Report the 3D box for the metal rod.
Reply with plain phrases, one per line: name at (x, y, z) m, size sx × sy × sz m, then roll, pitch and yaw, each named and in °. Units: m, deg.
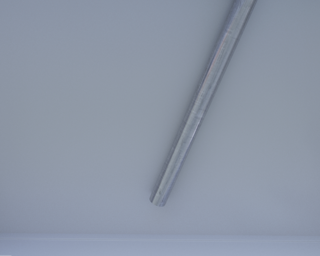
metal rod at (0.049, -0.025, 0.402) m, size 0.025 × 0.025 × 0.298 m, roll 20°, pitch 109°, yaw -7°
